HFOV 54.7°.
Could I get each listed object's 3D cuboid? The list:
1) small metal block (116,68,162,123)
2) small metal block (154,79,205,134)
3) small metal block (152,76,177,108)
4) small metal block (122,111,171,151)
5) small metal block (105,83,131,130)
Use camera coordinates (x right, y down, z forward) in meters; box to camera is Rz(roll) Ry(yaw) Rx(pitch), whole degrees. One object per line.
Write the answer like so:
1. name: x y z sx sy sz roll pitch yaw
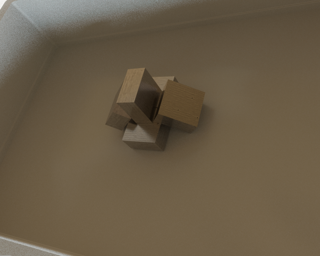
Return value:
1. small metal block: -0.025 -0.040 0.392 0.025 0.050 0.050 1 62 28
2. small metal block: 0.025 -0.027 0.392 0.050 0.025 0.050 19 67 -7
3. small metal block: -0.004 -0.044 0.431 0.050 0.025 0.050 3 63 29
4. small metal block: -0.016 0.001 0.411 0.050 0.025 0.050 3 63 29
5. small metal block: -0.052 -0.030 0.432 0.050 0.025 0.050 139 150 -62
